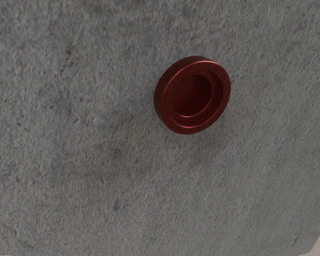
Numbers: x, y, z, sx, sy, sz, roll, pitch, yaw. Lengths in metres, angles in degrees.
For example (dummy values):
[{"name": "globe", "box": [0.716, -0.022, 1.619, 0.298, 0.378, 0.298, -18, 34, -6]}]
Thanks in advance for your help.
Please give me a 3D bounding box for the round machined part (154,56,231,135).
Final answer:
[{"name": "round machined part", "box": [0.037, -0.044, 0.390, 0.099, 0.042, 0.097, -14, 125, -21]}]
